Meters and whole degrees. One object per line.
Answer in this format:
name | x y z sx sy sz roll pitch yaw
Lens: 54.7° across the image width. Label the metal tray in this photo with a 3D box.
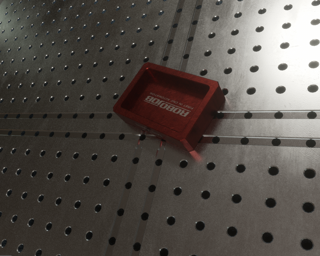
metal tray | 0.009 -0.034 0.419 0.130 0.030 0.090 24 74 36
